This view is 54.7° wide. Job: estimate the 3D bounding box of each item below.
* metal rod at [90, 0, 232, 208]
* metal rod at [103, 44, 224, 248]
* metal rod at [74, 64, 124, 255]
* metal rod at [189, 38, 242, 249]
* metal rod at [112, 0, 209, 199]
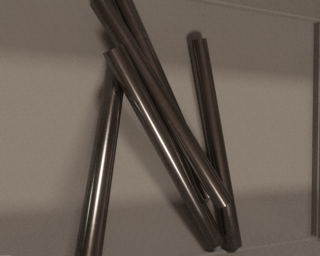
[{"bbox_3d":[0.005,-0.028,0.390,0.025,0.025,0.299,-34,97,-17],"label":"metal rod"},{"bbox_3d":[0.013,0.036,0.395,0.025,0.025,0.299,-34,109,-17],"label":"metal rod"},{"bbox_3d":[-0.062,0.050,0.324,0.025,0.025,0.299,14,61,-20],"label":"metal rod"},{"bbox_3d":[0.080,0.025,0.441,0.025,0.025,0.298,-12,94,-20],"label":"metal rod"},{"bbox_3d":[0.007,-0.041,0.413,0.025,0.025,0.299,-27,99,-18],"label":"metal rod"}]
